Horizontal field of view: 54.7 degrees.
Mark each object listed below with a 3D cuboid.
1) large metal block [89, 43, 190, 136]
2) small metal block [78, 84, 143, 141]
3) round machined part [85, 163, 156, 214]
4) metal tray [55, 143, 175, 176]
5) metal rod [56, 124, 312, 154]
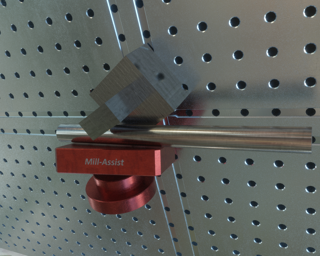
[{"bbox_3d":[-0.025,-0.042,0.381,0.080,0.050,0.080,48,128,-6],"label":"large metal block"},{"bbox_3d":[-0.055,-0.018,0.347,0.050,0.050,0.025,-30,102,37],"label":"small metal block"},{"bbox_3d":[-0.057,0.073,0.438,0.098,0.098,0.042,4,117,26],"label":"round machined part"},{"bbox_3d":[-0.053,0.035,0.397,0.131,0.090,0.030,0,95,14],"label":"metal tray"},{"bbox_3d":[0.004,0.009,0.349,0.301,0.025,0.025,1,119,27],"label":"metal rod"}]
